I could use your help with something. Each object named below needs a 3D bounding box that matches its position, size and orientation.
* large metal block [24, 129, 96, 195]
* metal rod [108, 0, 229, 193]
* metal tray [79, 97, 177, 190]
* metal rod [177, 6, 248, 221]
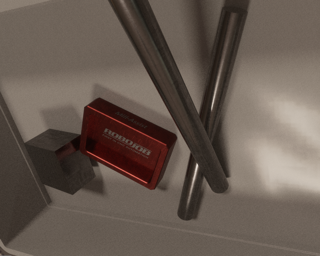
[{"bbox_3d":[-0.160,0.052,0.498,0.080,0.050,0.079,8,123,36],"label":"large metal block"},{"bbox_3d":[0.025,-0.012,0.308,0.025,0.025,0.299,1,144,28],"label":"metal rod"},{"bbox_3d":[-0.050,0.023,0.443,0.130,0.030,0.089,26,127,11],"label":"metal tray"},{"bbox_3d":[0.055,0.008,0.383,0.025,0.025,0.298,19,126,16],"label":"metal rod"}]
